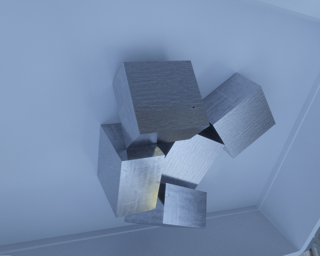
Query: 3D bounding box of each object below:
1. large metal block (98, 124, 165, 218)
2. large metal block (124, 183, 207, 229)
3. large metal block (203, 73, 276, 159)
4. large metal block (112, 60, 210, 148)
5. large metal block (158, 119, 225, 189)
[{"bbox_3d":[-0.040,0.048,0.381,0.050,0.080,0.079,-6,121,-26],"label":"large metal block"},{"bbox_3d":[0.008,0.112,0.439,0.080,0.080,0.050,21,65,-38],"label":"large metal block"},{"bbox_3d":[0.107,-0.017,0.441,0.080,0.050,0.080,-40,130,-2],"label":"large metal block"},{"bbox_3d":[-0.001,-0.027,0.348,0.081,0.080,0.050,-7,163,-24],"label":"large metal block"},{"bbox_3d":[0.028,0.033,0.430,0.080,0.050,0.080,21,107,-36],"label":"large metal block"}]
